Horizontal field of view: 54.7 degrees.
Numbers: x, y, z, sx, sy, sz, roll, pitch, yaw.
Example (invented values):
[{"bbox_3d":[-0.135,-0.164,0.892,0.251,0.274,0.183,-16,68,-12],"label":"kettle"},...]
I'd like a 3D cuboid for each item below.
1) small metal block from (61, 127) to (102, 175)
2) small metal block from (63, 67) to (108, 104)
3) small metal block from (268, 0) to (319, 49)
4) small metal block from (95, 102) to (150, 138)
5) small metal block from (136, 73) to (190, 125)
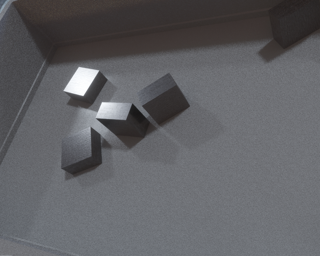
[{"bbox_3d":[-0.113,0.033,0.445,0.050,0.025,0.050,-22,54,15],"label":"small metal block"},{"bbox_3d":[-0.123,-0.071,0.514,0.050,0.025,0.050,16,70,34],"label":"small metal block"},{"bbox_3d":[0.167,-0.135,0.384,0.050,0.050,0.025,-30,52,9],"label":"small metal block"},{"bbox_3d":[-0.050,-0.011,0.423,0.050,0.050,0.025,4,64,30],"label":"small metal block"},{"bbox_3d":[0.005,-0.037,0.410,0.050,0.050,0.025,-31,52,8],"label":"small metal block"}]
